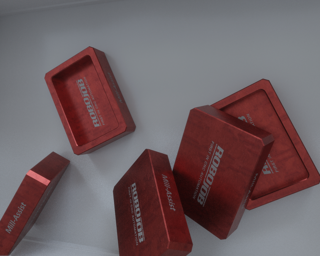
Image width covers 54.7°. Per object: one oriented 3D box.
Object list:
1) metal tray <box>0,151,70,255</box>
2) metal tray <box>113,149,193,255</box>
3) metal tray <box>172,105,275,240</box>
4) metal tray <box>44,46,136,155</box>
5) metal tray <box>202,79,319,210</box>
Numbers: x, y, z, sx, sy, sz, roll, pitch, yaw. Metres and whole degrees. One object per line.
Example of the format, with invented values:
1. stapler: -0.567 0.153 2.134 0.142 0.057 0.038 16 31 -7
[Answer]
1. metal tray: -0.182 0.104 0.435 0.030 0.090 0.129 31 101 -5
2. metal tray: -0.015 0.100 0.361 0.090 0.030 0.130 -51 35 29
3. metal tray: 0.062 0.049 0.355 0.090 0.030 0.129 29 117 31
4. metal tray: -0.101 -0.037 0.441 0.090 0.030 0.129 -26 82 17
5. metal tray: 0.115 0.019 0.367 0.090 0.030 0.130 -27 81 17
